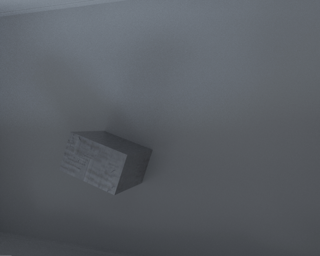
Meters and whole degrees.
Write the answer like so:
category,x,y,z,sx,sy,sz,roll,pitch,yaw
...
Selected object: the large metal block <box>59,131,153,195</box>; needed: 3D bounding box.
category,x,y,z,sx,sy,sz,roll,pitch,yaw
large metal block,-0.067,0.041,0.404,0.080,0.080,0.050,20,97,18
